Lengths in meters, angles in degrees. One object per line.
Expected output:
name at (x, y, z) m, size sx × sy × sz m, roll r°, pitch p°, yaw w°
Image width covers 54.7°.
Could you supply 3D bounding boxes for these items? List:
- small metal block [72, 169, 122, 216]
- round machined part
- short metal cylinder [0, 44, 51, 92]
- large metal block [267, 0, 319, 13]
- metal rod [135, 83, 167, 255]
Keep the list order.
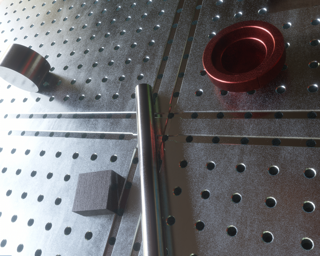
small metal block at (-0.080, 0.084, 0.397) m, size 0.050 × 0.025 × 0.050 m, roll -10°, pitch 57°, yaw 22°
round machined part at (0.108, -0.085, 0.392) m, size 0.098 × 0.042 × 0.098 m, roll -13°, pitch 56°, yaw 20°
short metal cylinder at (-0.250, -0.109, 0.568) m, size 0.080 × 0.080 × 0.050 m, roll 7°, pitch 65°, yaw 31°
large metal block at (0.190, -0.211, 0.421) m, size 0.080 × 0.050 × 0.080 m, roll 0°, pitch 62°, yaw 27°
metal rod at (-0.012, 0.067, 0.371) m, size 0.025 × 0.025 × 0.299 m, roll -18°, pitch 55°, yaw 18°
